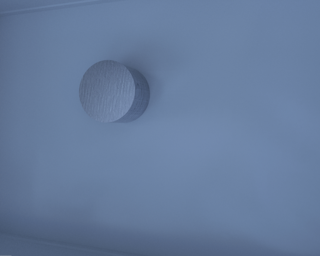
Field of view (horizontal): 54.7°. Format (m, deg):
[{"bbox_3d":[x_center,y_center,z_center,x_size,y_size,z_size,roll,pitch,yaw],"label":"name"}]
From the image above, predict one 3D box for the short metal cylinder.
[{"bbox_3d":[-0.060,-0.047,0.417,0.080,0.050,0.079,0,90,19],"label":"short metal cylinder"}]
